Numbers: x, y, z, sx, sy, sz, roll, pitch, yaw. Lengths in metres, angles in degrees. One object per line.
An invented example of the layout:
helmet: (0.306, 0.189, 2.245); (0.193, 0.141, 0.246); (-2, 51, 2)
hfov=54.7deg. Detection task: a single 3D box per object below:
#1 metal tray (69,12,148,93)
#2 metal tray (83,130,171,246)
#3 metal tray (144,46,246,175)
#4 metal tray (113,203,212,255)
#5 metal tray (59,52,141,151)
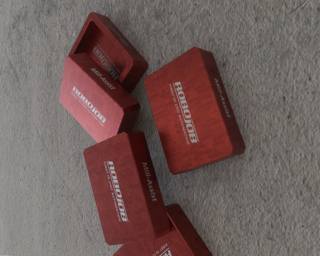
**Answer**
metal tray: (-0.084, -0.102, 0.470); (0.130, 0.030, 0.090); (52, 120, 27)
metal tray: (-0.045, 0.077, 0.394); (0.090, 0.030, 0.129); (-23, 80, 37)
metal tray: (0.037, -0.018, 0.371); (0.090, 0.030, 0.129); (-26, 74, 37)
metal tray: (0.000, 0.172, 0.402); (0.129, 0.030, 0.090); (-51, 61, 28)
metal tray: (-0.092, -0.036, 0.448); (0.130, 0.030, 0.089); (43, 134, 21)
